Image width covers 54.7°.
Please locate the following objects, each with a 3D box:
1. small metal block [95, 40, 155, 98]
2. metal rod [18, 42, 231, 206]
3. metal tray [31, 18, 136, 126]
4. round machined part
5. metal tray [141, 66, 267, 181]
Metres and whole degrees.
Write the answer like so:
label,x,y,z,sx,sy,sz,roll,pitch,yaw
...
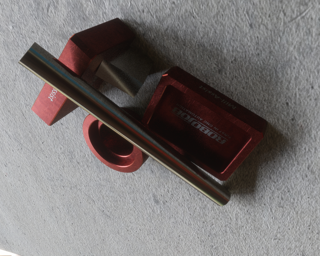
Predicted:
label,x,y,z,sx,sy,sz,roll,pitch,yaw
small metal block,-0.039,-0.070,0.362,0.050,0.050,0.025,31,132,-10
metal rod,-0.019,0.013,0.356,0.301,0.025,0.025,38,133,-27
metal tray,-0.092,-0.066,0.371,0.030,0.090,0.129,45,129,-3
round machined part,-0.054,0.010,0.426,0.098,0.042,0.097,18,131,23
metal tray,0.048,-0.004,0.376,0.130,0.030,0.089,33,129,6
